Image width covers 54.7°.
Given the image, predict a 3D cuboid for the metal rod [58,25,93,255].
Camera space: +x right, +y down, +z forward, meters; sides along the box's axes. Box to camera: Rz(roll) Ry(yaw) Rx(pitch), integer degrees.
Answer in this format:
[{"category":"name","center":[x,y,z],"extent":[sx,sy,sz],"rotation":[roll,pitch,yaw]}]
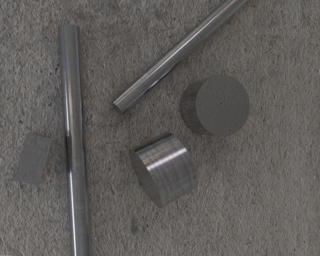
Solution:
[{"category":"metal rod","center":[-0.101,0.030,0.371],"extent":[0.025,0.025,0.298],"rotation":[-3,91,-20]}]

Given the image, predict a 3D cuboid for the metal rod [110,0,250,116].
[{"category":"metal rod","center":[0.050,-0.125,0.427],"extent":[0.301,0.025,0.025],"rotation":[-44,104,-15]}]

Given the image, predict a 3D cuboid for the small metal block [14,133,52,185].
[{"category":"small metal block","center":[-0.140,0.032,0.344],"extent":[0.025,0.050,0.050],"rotation":[15,85,-20]}]

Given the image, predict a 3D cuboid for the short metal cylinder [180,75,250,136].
[{"category":"short metal cylinder","center":[0.074,-0.029,0.423],"extent":[0.081,0.050,0.080],"rotation":[0,90,-20]}]

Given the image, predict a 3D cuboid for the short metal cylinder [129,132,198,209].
[{"category":"short metal cylinder","center":[0.003,0.051,0.381],"extent":[0.050,0.080,0.080],"rotation":[-26,99,-18]}]
